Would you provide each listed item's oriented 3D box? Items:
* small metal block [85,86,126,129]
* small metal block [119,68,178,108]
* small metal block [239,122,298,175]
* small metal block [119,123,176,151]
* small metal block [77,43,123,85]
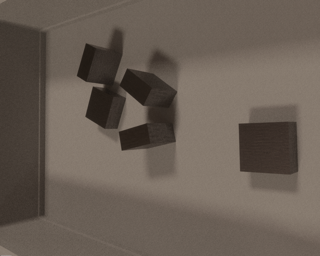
[{"bbox_3d":[-0.084,-0.031,0.473,0.050,0.025,0.050,28,107,36],"label":"small metal block"},{"bbox_3d":[-0.015,-0.051,0.401,0.050,0.050,0.025,41,115,32],"label":"small metal block"},{"bbox_3d":[0.110,0.019,0.315,0.050,0.025,0.050,-2,89,39],"label":"small metal block"},{"bbox_3d":[-0.016,0.012,0.402,0.050,0.050,0.025,-16,80,38],"label":"small metal block"},{"bbox_3d":[-0.090,-0.094,0.462,0.025,0.050,0.050,32,110,35],"label":"small metal block"}]
